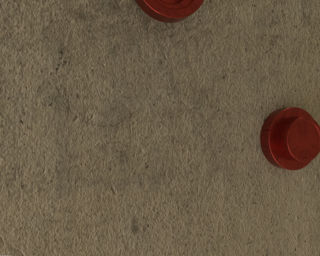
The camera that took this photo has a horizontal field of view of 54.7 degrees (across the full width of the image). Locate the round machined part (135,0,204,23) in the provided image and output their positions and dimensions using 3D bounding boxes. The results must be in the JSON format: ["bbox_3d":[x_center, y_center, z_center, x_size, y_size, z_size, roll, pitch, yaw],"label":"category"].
[{"bbox_3d":[0.008,-0.185,0.402,0.099,0.042,0.097,0,90,-20],"label":"round machined part"}]

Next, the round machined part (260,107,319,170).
[{"bbox_3d":[0.208,0.017,0.476,0.099,0.042,0.097,0,90,-20],"label":"round machined part"}]
